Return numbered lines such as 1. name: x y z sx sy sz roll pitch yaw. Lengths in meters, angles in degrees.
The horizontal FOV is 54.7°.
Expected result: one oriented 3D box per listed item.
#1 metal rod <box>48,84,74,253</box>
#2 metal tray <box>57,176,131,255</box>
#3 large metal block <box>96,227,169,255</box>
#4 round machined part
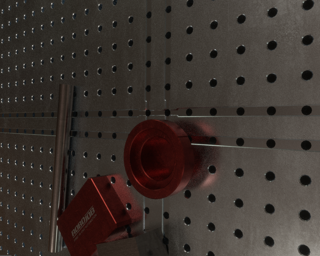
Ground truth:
1. metal rod: -0.176 0.073 0.551 0.025 0.025 0.298 9 96 39
2. metal tray: -0.110 0.150 0.494 0.129 0.030 0.090 -51 61 27
3. large metal block: -0.033 0.186 0.418 0.080 0.050 0.080 -25 74 37
4. round machined part: 0.003 0.038 0.394 0.098 0.042 0.097 0 90 39
